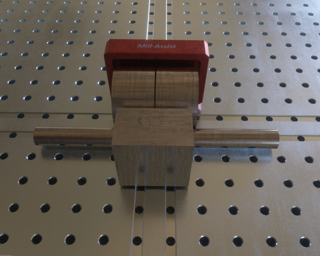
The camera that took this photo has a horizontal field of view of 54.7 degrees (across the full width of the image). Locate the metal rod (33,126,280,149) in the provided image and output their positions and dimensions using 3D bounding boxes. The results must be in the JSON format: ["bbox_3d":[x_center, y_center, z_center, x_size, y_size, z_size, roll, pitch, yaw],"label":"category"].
[{"bbox_3d":[-0.004,0.012,0.392,0.302,0.025,0.025,1,50,0],"label":"metal rod"}]

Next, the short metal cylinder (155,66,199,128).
[{"bbox_3d":[0.021,-0.039,0.401,0.050,0.080,0.080,1,50,1],"label":"short metal cylinder"}]

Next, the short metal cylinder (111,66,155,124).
[{"bbox_3d":[-0.031,-0.040,0.401,0.050,0.080,0.080,1,50,0],"label":"short metal cylinder"}]

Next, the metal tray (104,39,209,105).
[{"bbox_3d":[-0.004,-0.074,0.423,0.131,0.089,0.030,1,50,0],"label":"metal tray"}]

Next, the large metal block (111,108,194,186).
[{"bbox_3d":[-0.006,0.023,0.347,0.081,0.080,0.050,1,50,0],"label":"large metal block"}]
